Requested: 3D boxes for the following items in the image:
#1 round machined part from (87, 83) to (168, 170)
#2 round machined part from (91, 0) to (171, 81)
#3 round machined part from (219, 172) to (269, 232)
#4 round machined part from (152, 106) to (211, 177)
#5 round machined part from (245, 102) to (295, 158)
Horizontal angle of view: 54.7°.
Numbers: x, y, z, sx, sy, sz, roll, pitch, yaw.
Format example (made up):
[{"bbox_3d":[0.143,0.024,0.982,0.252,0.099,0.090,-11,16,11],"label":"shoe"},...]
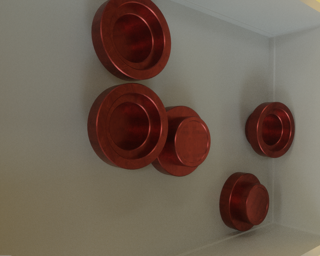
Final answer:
[{"bbox_3d":[-0.041,-0.002,0.363,0.099,0.042,0.097,0,90,-40],"label":"round machined part"},{"bbox_3d":[-0.037,-0.104,0.366,0.099,0.042,0.097,0,90,-40],"label":"round machined part"},{"bbox_3d":[0.148,0.125,0.523,0.099,0.042,0.097,0,90,-40],"label":"round machined part"},{"bbox_3d":[0.032,0.018,0.424,0.099,0.042,0.097,0,90,-40],"label":"round machined part"},{"bbox_3d":[0.192,0.003,0.553,0.099,0.042,0.097,-2,93,-31],"label":"round machined part"}]
